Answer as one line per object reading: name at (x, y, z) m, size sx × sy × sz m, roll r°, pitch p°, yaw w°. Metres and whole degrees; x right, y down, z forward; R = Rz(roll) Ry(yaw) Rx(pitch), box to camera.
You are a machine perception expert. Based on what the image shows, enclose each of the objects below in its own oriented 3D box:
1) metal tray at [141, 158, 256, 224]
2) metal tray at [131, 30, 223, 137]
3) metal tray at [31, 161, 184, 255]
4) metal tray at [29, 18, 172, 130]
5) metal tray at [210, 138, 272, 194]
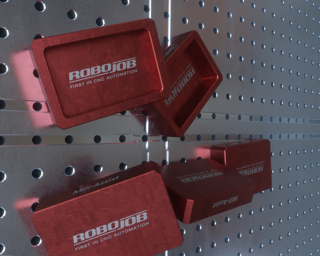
metal tray at (0.052, 0.077, 0.409) m, size 0.131 × 0.090 × 0.030 m, roll -3°, pitch 110°, yaw -40°
metal tray at (0.029, -0.062, 0.431) m, size 0.130 × 0.030 × 0.090 m, roll -52°, pitch 121°, yaw -27°
metal tray at (-0.051, 0.098, 0.321) m, size 0.131 × 0.030 × 0.089 m, roll -19°, pitch 105°, yaw -4°
metal tray at (-0.059, -0.060, 0.333) m, size 0.131 × 0.030 × 0.089 m, roll -19°, pitch 103°, yaw -22°
metal tray at (0.141, 0.069, 0.528) m, size 0.131 × 0.030 × 0.089 m, roll -6°, pitch 94°, yaw -40°
